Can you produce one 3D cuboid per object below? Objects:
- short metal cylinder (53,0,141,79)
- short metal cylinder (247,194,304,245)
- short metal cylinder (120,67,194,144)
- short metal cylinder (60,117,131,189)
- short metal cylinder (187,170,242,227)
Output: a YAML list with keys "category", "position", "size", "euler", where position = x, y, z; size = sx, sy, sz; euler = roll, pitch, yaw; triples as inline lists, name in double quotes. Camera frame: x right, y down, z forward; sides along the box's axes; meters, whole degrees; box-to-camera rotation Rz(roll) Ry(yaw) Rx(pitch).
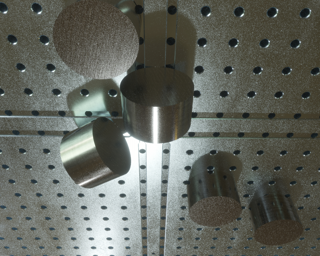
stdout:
- category: "short metal cylinder"
  position: [-0.060, -0.097, 0.312]
  size: [0.081, 0.050, 0.079]
  euler: [0, 130, 0]
- category: "short metal cylinder"
  position: [0.197, 0.159, 0.534]
  size: [0.081, 0.050, 0.079]
  euler: [0, 130, 0]
- category: "short metal cylinder"
  position: [-0.003, -0.028, 0.352]
  size: [0.081, 0.080, 0.050]
  euler: [0, 130, -1]
- category: "short metal cylinder"
  position: [-0.081, 0.032, 0.402]
  size: [0.050, 0.080, 0.080]
  euler: [-25, 126, 19]
- category: "short metal cylinder"
  position: [0.085, 0.113, 0.493]
  size: [0.081, 0.050, 0.079]
  euler: [0, 130, 0]
